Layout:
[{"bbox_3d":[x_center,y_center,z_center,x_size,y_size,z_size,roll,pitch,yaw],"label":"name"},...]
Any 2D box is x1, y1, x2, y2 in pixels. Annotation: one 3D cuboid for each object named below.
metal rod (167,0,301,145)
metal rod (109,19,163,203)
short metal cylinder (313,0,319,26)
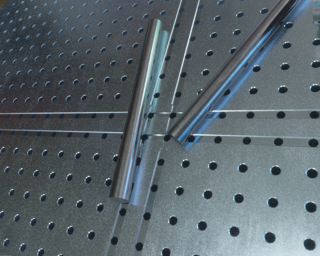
[{"bbox_3d":[0.114,-0.100,0.409,0.025,0.025,0.300,34,81,38],"label":"metal rod"},{"bbox_3d":[-0.029,-0.043,0.449,0.025,0.025,0.299,-5,59,25],"label":"metal rod"},{"bbox_3d":[0.214,-0.160,0.359,0.050,0.080,0.080,12,68,33],"label":"short metal cylinder"}]
